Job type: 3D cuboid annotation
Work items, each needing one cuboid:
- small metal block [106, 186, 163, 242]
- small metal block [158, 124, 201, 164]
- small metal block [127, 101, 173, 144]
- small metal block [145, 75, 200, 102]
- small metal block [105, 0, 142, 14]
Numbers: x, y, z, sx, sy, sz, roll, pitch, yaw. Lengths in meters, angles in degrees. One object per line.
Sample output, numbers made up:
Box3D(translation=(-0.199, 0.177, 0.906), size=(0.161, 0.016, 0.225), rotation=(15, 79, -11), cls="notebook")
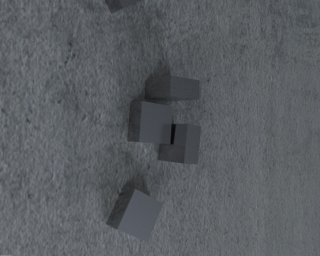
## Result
Box3D(translation=(-0.030, 0.106, 0.382), size=(0.050, 0.025, 0.050), rotation=(37, 67, -34), cls="small metal block")
Box3D(translation=(0.025, 0.021, 0.412), size=(0.025, 0.050, 0.050), rotation=(9, 84, -40), cls="small metal block")
Box3D(translation=(-0.012, -0.006, 0.397), size=(0.050, 0.025, 0.050), rotation=(6, 86, -40), cls="small metal block")
Box3D(translation=(0.016, -0.050, 0.404), size=(0.050, 0.050, 0.025), rotation=(1, 90, -40), cls="small metal block")
Box3D(translation=(-0.045, -0.172, 0.369), size=(0.050, 0.025, 0.050), rotation=(-40, 114, -33), cls="small metal block")
